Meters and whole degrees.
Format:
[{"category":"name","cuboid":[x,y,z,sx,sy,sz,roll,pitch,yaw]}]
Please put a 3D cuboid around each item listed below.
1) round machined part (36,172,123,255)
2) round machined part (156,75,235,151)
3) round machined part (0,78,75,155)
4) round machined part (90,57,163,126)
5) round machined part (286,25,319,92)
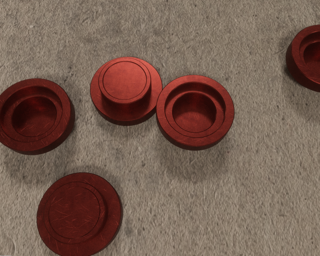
[{"category":"round machined part","cuboid":[-0.095,0.100,0.362,0.099,0.042,0.098,0,70,-1]},{"category":"round machined part","cuboid":[0.044,-0.017,0.406,0.099,0.042,0.098,0,70,-1]},{"category":"round machined part","cuboid":[-0.159,-0.012,0.401,0.099,0.042,0.098,0,70,-1]},{"category":"round machined part","cuboid":[-0.046,-0.055,0.419,0.099,0.042,0.098,0,70,-1]},{"category":"round machined part","cuboid":[0.226,-0.092,0.436,0.099,0.042,0.098,0,70,-1]}]
